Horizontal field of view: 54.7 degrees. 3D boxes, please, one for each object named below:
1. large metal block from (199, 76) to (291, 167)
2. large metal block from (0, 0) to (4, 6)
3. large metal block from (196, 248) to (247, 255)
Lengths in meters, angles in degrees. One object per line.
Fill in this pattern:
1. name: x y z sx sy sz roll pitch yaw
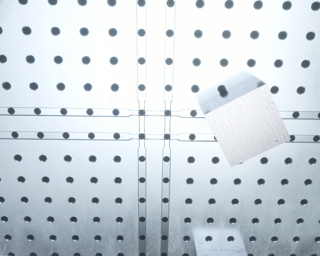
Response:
1. large metal block: 0.107 -0.009 0.398 0.080 0.050 0.080 -27 108 9
2. large metal block: -0.223 -0.160 0.338 0.080 0.050 0.080 38 105 -13
3. large metal block: 0.097 0.242 0.491 0.081 0.050 0.079 2 110 -1
